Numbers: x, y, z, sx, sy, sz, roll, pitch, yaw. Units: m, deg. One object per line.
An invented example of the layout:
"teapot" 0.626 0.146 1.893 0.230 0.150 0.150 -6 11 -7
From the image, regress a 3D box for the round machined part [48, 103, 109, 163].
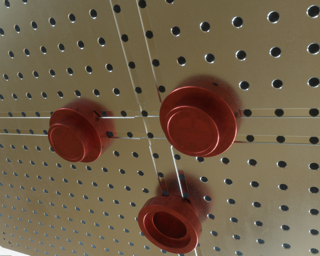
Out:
"round machined part" -0.132 0.014 0.480 0.098 0.042 0.097 13 124 21

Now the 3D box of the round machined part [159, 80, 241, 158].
"round machined part" 0.044 -0.004 0.375 0.098 0.042 0.097 13 124 21

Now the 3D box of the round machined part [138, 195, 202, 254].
"round machined part" 0.018 0.143 0.479 0.098 0.042 0.097 13 124 21
